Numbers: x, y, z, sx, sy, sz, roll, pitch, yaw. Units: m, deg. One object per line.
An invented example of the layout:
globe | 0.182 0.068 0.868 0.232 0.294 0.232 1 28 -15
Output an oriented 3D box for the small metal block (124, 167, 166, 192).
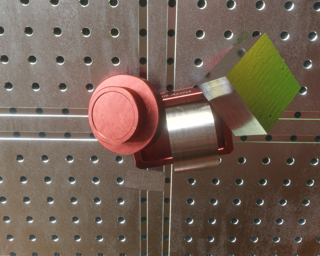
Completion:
small metal block | -0.020 0.072 0.420 0.050 0.050 0.025 8 76 -2

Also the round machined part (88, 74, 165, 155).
round machined part | -0.047 -0.016 0.374 0.098 0.042 0.097 2 96 22

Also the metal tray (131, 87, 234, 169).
metal tray | 0.025 -0.001 0.408 0.131 0.030 0.089 -11 110 3

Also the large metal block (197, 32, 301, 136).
large metal block | 0.104 -0.048 0.358 0.080 0.050 0.080 -47 108 -23

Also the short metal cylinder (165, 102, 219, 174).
short metal cylinder | 0.037 0.011 0.371 0.050 0.080 0.079 -9 110 2
